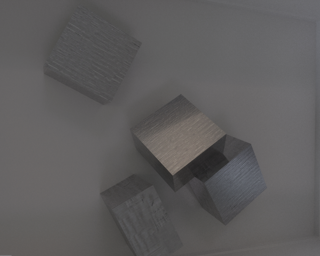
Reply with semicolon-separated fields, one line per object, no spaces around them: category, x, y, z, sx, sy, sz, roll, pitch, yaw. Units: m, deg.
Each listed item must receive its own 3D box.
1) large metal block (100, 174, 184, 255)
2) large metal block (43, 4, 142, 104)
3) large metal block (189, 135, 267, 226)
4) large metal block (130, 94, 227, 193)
large metal block;-0.025;0.108;0.372;0.050;0.080;0.080;-29;100;-18
large metal block;-0.080;-0.083;0.367;0.080;0.050;0.080;29;81;-18
large metal block;0.088;0.068;0.419;0.080;0.050;0.080;-36;119;-16
large metal block;0.023;0.017;0.384;0.080;0.050;0.080;-36;60;-16
